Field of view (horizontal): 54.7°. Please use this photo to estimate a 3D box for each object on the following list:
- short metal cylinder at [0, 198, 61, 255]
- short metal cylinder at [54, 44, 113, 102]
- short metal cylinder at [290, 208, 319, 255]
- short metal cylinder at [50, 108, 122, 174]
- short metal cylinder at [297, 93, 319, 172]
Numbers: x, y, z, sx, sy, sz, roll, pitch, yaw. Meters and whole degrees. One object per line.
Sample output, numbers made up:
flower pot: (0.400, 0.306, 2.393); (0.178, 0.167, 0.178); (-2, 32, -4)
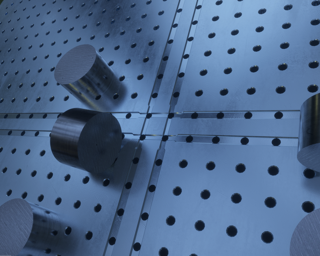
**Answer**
short metal cylinder: (-0.177, 0.137, 0.399); (0.080, 0.050, 0.080); (-13, 56, 20)
short metal cylinder: (-0.125, -0.091, 0.511); (0.080, 0.050, 0.080); (-13, 56, 20)
short metal cylinder: (0.149, 0.108, 0.248); (0.080, 0.050, 0.080); (-13, 56, 20)
short metal cylinder: (-0.096, 0.016, 0.412); (0.050, 0.080, 0.080); (11, 67, 32)
short metal cylinder: (0.169, 0.007, 0.280); (0.080, 0.080, 0.050); (2, 63, 28)
